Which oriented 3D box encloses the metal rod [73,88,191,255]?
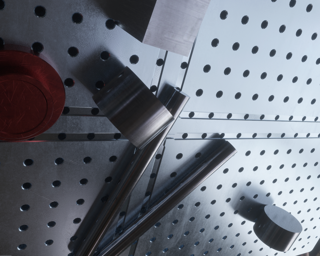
[{"bbox_3d":[-0.047,0.078,0.433,0.025,0.025,0.299,21,107,-36],"label":"metal rod"}]

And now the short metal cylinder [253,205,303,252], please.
[{"bbox_3d":[0.239,0.203,0.631,0.081,0.080,0.050,9,114,-32],"label":"short metal cylinder"}]

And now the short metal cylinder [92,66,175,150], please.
[{"bbox_3d":[-0.029,-0.022,0.346,0.050,0.080,0.080,-42,129,1],"label":"short metal cylinder"}]

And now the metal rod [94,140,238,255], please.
[{"bbox_3d":[0.001,0.128,0.490,0.300,0.025,0.025,-41,129,0],"label":"metal rod"}]

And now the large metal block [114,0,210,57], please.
[{"bbox_3d":[0.003,-0.125,0.300,0.050,0.080,0.079,9,114,-32],"label":"large metal block"}]

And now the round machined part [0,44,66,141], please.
[{"bbox_3d":[-0.143,-0.028,0.304,0.099,0.042,0.097,-14,124,-21],"label":"round machined part"}]
